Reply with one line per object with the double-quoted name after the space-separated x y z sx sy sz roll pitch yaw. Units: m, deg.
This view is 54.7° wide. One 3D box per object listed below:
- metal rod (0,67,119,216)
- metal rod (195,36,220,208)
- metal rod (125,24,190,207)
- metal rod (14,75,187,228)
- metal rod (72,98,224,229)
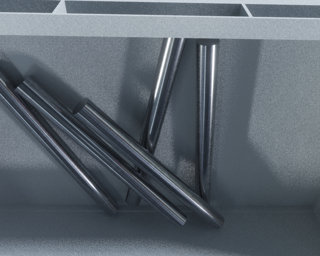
-0.139 0.033 0.435 0.025 0.025 0.299 -18 128 14 "metal rod"
0.061 0.020 0.426 0.025 0.025 0.298 -3 130 2 "metal rod"
-0.013 0.008 0.416 0.025 0.025 0.298 9 130 -8 "metal rod"
-0.065 0.045 0.421 0.025 0.025 0.300 -33 116 24 "metal rod"
0.002 0.064 0.429 0.025 0.025 0.300 -31 124 23 "metal rod"
